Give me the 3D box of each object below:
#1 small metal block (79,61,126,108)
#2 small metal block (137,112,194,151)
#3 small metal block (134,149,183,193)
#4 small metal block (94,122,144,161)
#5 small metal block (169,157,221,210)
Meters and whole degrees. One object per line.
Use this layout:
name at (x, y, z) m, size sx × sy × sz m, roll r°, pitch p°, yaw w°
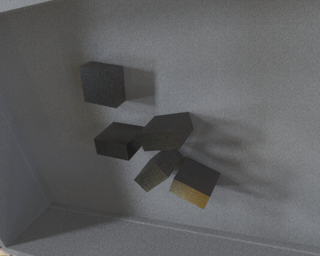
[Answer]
small metal block at (-0.075, -0.058, 0.411) m, size 0.050 × 0.025 × 0.050 m, roll 13°, pitch 124°, yaw 21°
small metal block at (0.008, 0.004, 0.390) m, size 0.050 × 0.050 × 0.025 m, roll -6°, pitch 116°, yaw 30°
small metal block at (-0.002, 0.055, 0.426) m, size 0.025 × 0.050 × 0.050 m, roll 45°, pitch 129°, yaw -4°
small metal block at (-0.054, 0.017, 0.430) m, size 0.050 × 0.050 × 0.025 m, roll 9°, pitch 122°, yaw 23°
small metal block at (0.047, 0.072, 0.411) m, size 0.050 × 0.050 × 0.025 m, roll 25°, pitch 127°, yaw 12°
